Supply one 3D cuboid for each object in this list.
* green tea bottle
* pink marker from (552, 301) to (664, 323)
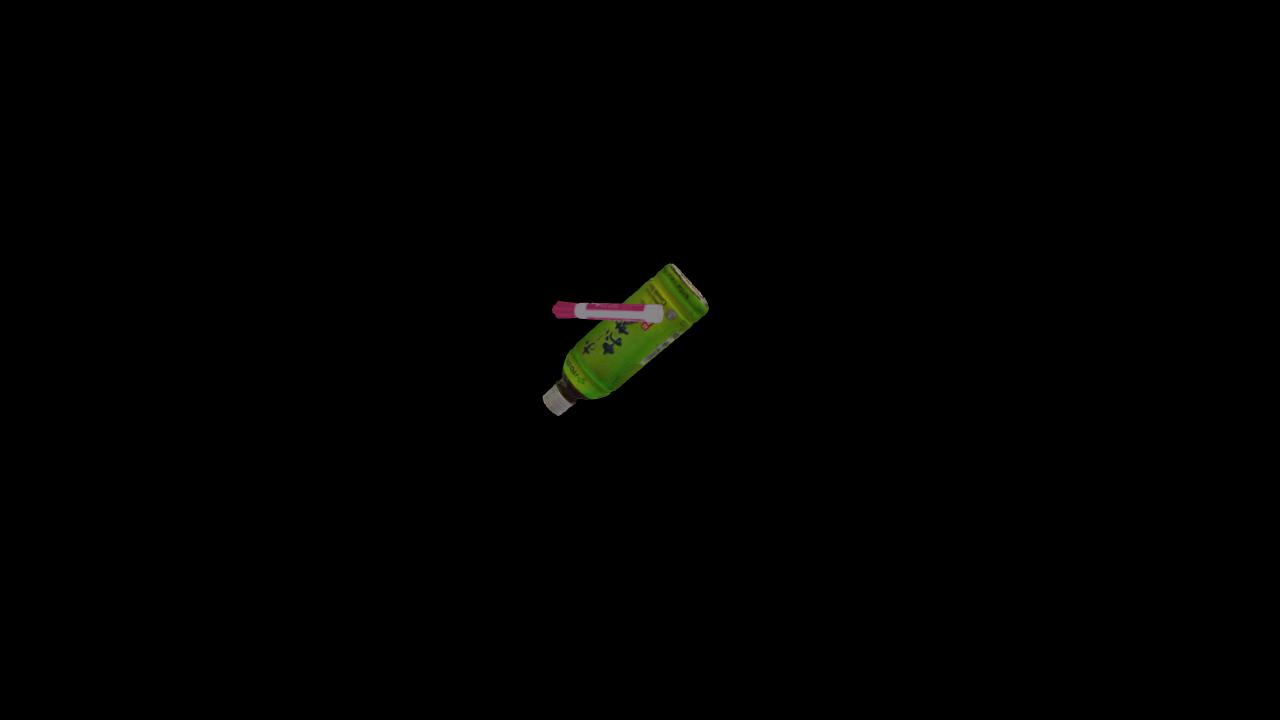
[{"bbox_3d":[-0.022,-0.014,0.684,0.212,0.073,0.073,-42,-8,9],"label":"green tea bottle"},{"bbox_3d":[-0.036,-0.050,0.635,0.121,0.020,0.020,4,1,20],"label":"pink marker"}]
